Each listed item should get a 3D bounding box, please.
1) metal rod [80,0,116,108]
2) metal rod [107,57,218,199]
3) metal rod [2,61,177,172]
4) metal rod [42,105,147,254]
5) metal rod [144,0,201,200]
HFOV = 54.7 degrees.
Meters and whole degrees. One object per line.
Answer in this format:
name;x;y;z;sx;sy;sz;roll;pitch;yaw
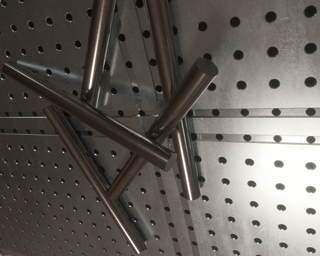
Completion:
metal rod;-0.064;-0.140;0.356;0.025;0.025;0.298;27;128;10
metal rod;-0.015;0.024;0.407;0.025;0.025;0.298;38;136;2
metal rod;-0.109;-0.025;0.415;0.300;0.025;0.025;28;129;23
metal rod;-0.103;0.092;0.520;0.025;0.025;0.299;-16;110;34
metal rod;0.018;-0.035;0.378;0.025;0.025;0.298;2;120;27
